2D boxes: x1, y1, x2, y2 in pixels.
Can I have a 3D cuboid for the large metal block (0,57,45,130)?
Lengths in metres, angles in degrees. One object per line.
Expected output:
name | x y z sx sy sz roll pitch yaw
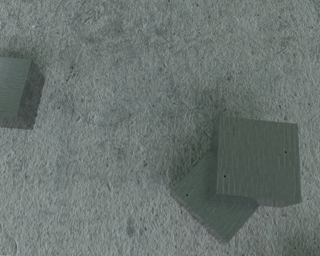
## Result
large metal block | -0.209 -0.046 0.410 0.080 0.050 0.080 5 70 2

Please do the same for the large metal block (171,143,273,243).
large metal block | 0.071 0.076 0.367 0.080 0.050 0.080 43 75 14

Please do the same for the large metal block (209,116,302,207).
large metal block | 0.097 0.037 0.329 0.080 0.050 0.080 6 70 1
